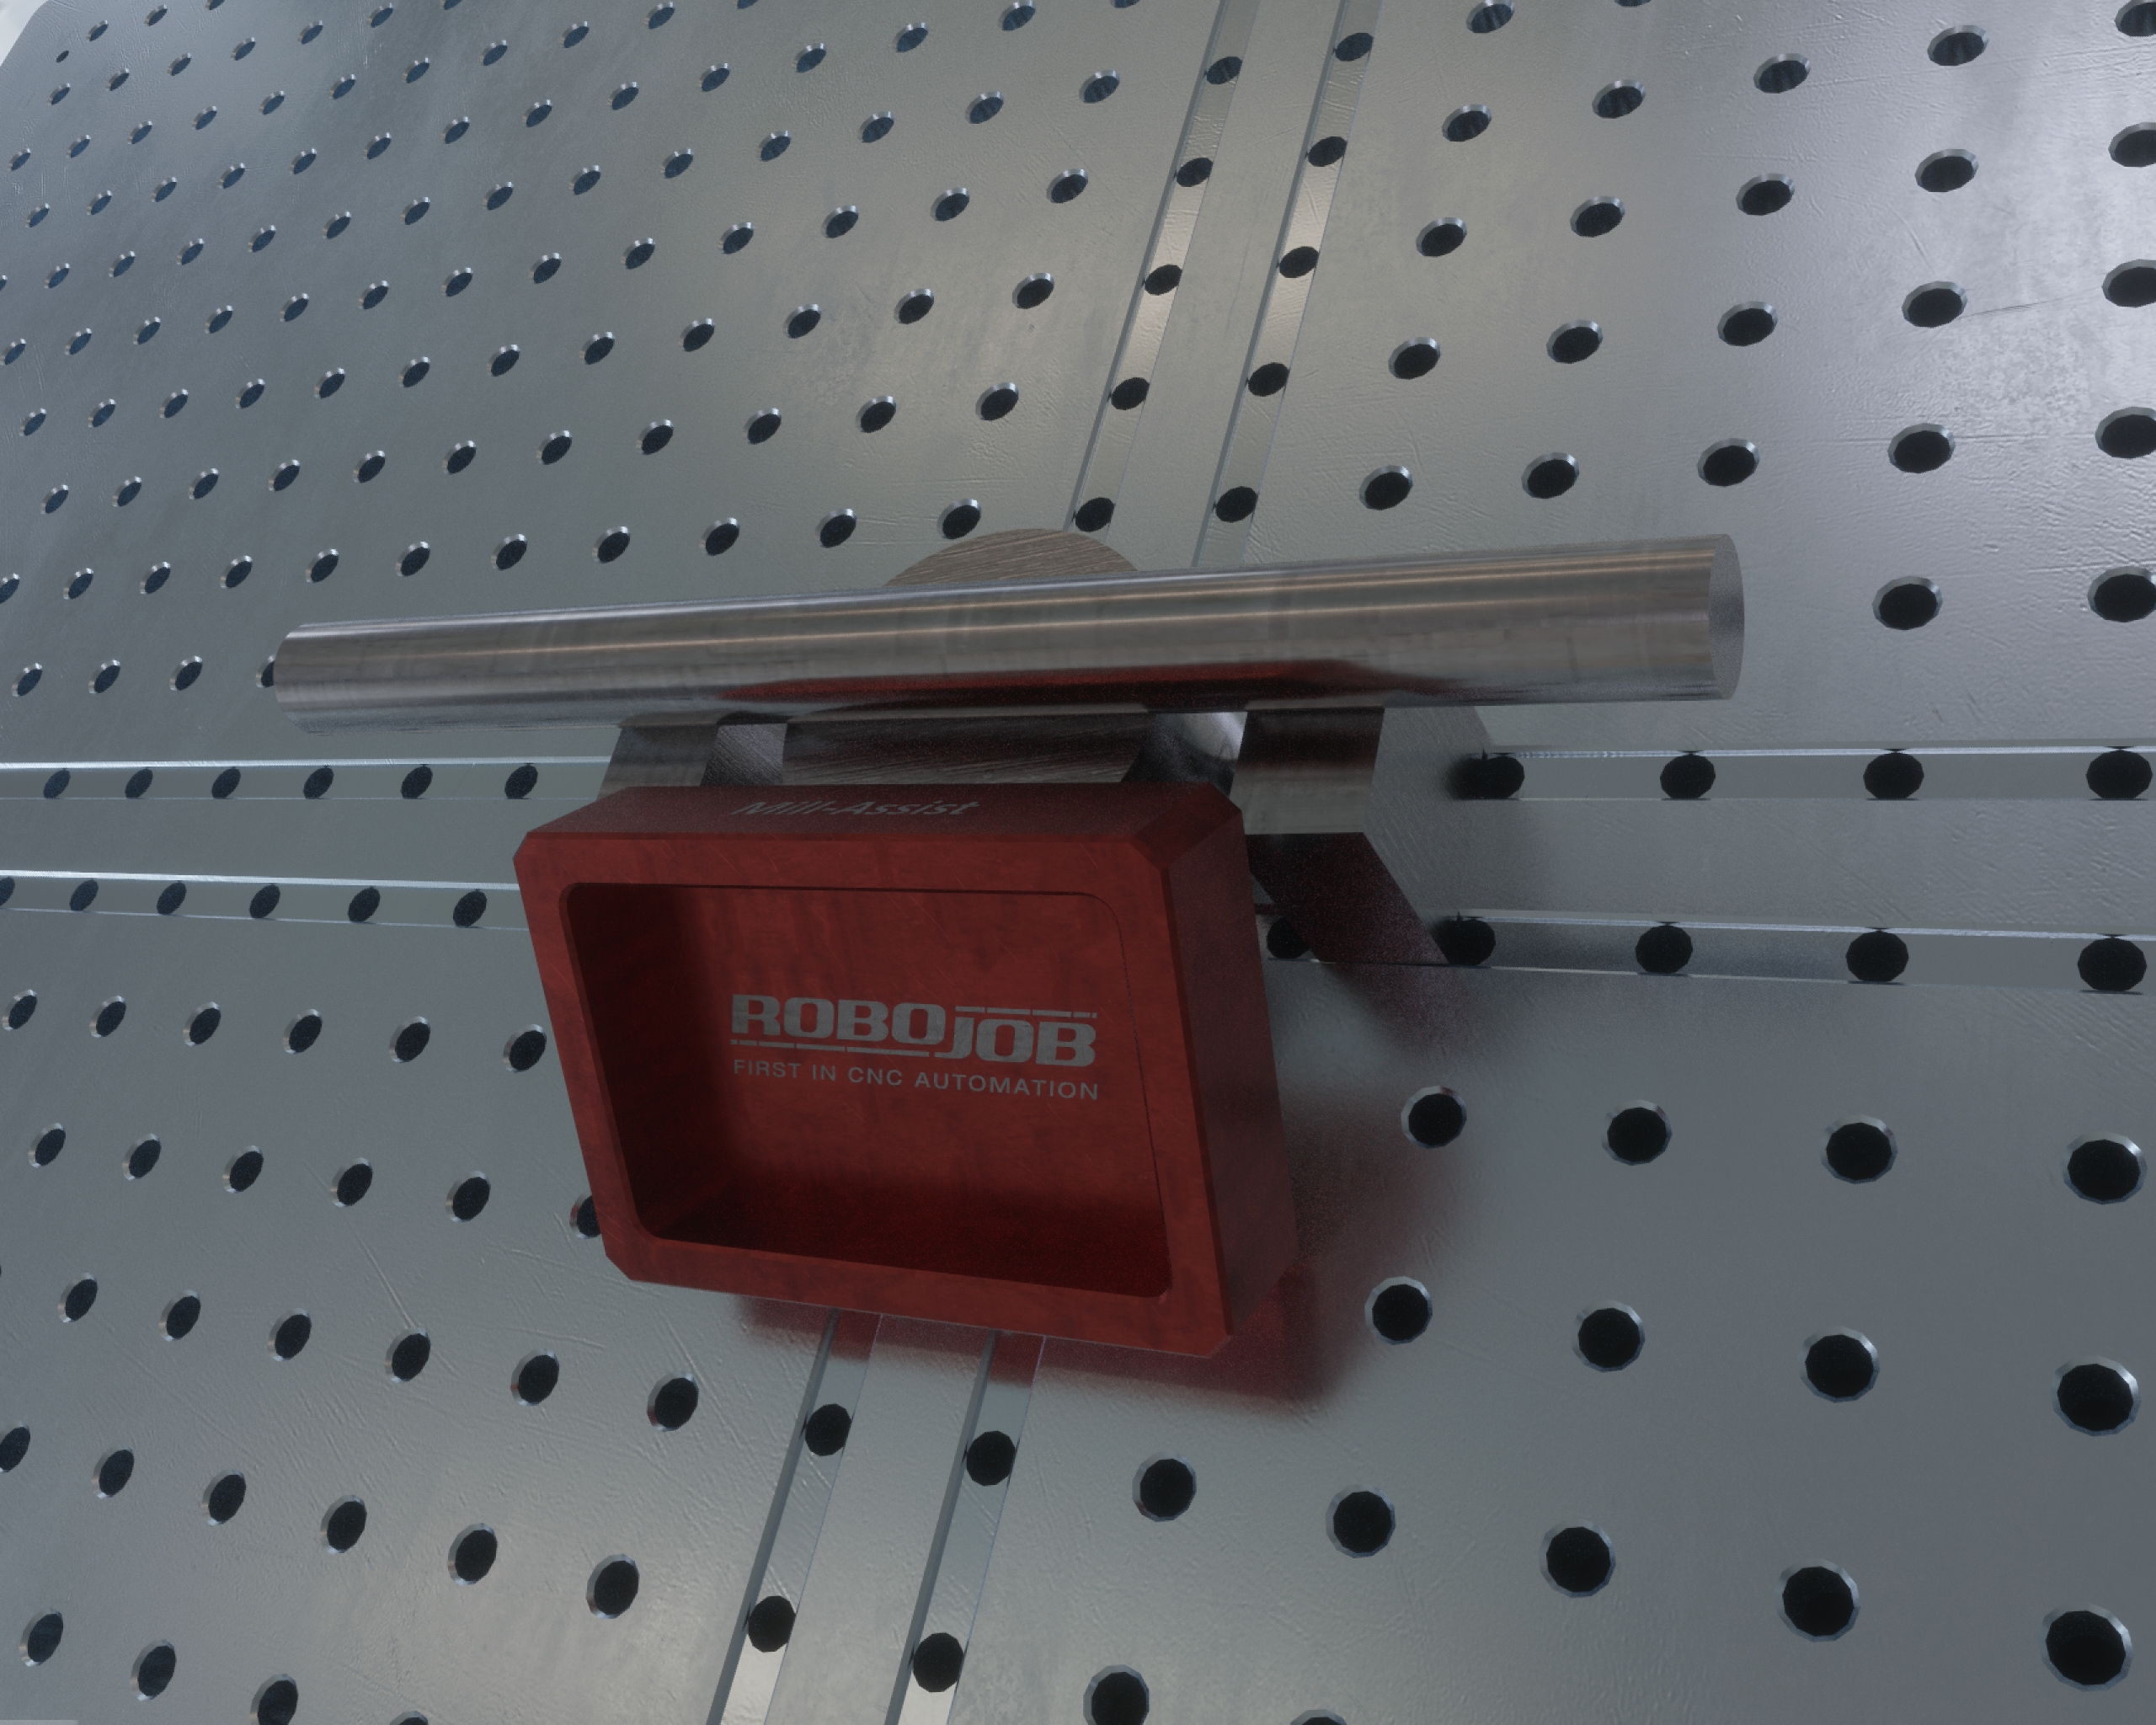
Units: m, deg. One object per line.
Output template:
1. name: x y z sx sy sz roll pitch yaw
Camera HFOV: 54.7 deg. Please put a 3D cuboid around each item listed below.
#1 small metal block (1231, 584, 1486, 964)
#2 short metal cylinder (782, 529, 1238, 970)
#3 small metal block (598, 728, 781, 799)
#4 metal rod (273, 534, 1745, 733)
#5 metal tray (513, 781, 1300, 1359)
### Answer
1. small metal block: 0.051 -0.015 0.375 0.025 0.050 0.050 -1 61 28
2. short metal cylinder: -0.010 -0.018 0.408 0.080 0.050 0.080 -13 56 21
3. small metal block: -0.071 -0.018 0.441 0.025 0.050 0.050 -1 61 28
4. metal rod: -0.034 -0.039 0.386 0.300 0.025 0.025 1 62 29
5. metal tray: -0.032 0.033 0.366 0.130 0.089 0.030 1 19 28
